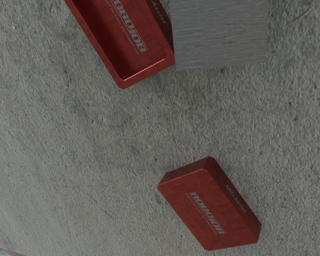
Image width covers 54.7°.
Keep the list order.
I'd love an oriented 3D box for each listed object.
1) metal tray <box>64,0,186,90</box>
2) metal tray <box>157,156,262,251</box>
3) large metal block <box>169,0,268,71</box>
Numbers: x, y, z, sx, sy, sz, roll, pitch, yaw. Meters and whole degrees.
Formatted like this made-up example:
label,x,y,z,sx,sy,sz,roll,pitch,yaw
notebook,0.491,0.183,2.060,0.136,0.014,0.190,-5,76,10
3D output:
label,x,y,z,sx,sy,sz,roll,pitch,yaw
metal tray,-0.041,-0.119,0.351,0.090,0.030,0.130,-21,108,36
metal tray,0.069,0.110,0.436,0.090,0.030,0.130,-28,103,37
large metal block,0.051,-0.102,0.283,0.080,0.050,0.079,-5,119,5
